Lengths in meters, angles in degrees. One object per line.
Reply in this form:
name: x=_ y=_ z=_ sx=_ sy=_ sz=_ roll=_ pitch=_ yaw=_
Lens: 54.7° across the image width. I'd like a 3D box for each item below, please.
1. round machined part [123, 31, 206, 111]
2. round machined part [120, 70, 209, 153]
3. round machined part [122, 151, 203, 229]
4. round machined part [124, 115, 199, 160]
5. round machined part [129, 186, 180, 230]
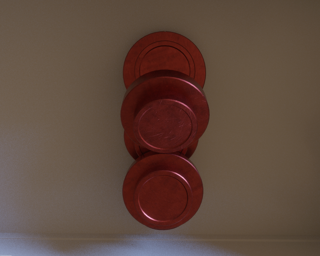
round machined part: x=0.005 y=-0.065 z=0.365 sx=0.099 sy=0.042 sz=0.097 roll=0 pitch=94 yaw=-1
round machined part: x=0.005 y=-0.011 z=0.342 sx=0.099 sy=0.042 sz=0.097 roll=0 pitch=123 yaw=0
round machined part: x=0.004 y=0.078 z=0.375 sx=0.099 sy=0.042 sz=0.097 roll=0 pitch=99 yaw=-1
round machined part: x=0.002 y=0.012 z=0.405 sx=0.099 sy=0.042 sz=0.097 roll=0 pitch=109 yaw=0
round machined part: x=0.004 y=0.102 z=0.424 sx=0.099 sy=0.042 sz=0.097 roll=0 pitch=125 yaw=0
